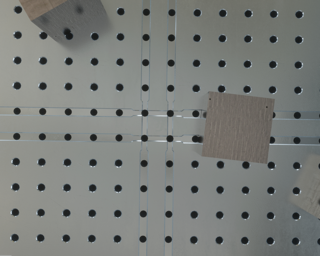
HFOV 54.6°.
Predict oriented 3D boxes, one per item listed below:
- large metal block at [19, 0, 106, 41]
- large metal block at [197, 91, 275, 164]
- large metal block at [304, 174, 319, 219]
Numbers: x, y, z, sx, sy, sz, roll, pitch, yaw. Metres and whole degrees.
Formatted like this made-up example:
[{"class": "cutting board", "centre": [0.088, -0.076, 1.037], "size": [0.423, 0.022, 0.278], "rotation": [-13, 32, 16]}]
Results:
[{"class": "large metal block", "centre": [-0.121, -0.161, 0.385], "size": [0.080, 0.080, 0.050], "rotation": [-30, 90, 0]}, {"class": "large metal block", "centre": [0.095, -0.001, 0.401], "size": [0.080, 0.050, 0.080], "rotation": [7, 90, 0]}, {"class": "large metal block", "centre": [0.251, 0.093, 0.402], "size": [0.080, 0.050, 0.080], "rotation": [24, 90, 0]}]
